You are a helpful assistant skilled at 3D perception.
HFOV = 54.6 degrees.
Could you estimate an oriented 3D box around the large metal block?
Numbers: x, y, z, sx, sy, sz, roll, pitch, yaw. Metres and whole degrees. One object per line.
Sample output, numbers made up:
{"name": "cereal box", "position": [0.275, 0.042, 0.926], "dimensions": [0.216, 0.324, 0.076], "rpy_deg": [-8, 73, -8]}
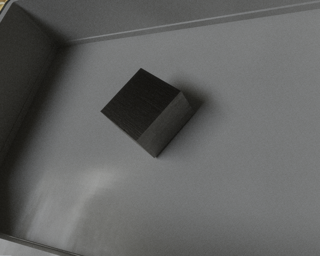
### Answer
{"name": "large metal block", "position": [-0.017, -0.021, 0.408], "dimensions": [0.080, 0.050, 0.080], "rpy_deg": [-48, 52, -7]}
